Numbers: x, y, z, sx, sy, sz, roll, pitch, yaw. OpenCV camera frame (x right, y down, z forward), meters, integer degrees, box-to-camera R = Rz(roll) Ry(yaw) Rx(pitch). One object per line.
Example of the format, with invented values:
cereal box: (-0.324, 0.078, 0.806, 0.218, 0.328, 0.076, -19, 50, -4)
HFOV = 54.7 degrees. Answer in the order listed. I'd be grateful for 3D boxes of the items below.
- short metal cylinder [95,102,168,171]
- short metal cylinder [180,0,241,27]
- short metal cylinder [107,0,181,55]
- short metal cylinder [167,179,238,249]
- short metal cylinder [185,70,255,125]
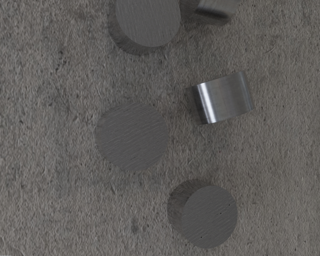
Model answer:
short metal cylinder: (-0.036, 0.010, 0.382, 0.081, 0.050, 0.080, 0, 90, -20)
short metal cylinder: (0.065, -0.178, 0.403, 0.050, 0.080, 0.080, 6, 88, -20)
short metal cylinder: (-0.021, -0.135, 0.388, 0.081, 0.050, 0.080, 0, 90, -20)
short metal cylinder: (0.056, 0.113, 0.416, 0.081, 0.050, 0.080, 0, 90, -20)
short metal cylinder: (0.079, -0.040, 0.409, 0.081, 0.080, 0.050, -20, 97, -19)
